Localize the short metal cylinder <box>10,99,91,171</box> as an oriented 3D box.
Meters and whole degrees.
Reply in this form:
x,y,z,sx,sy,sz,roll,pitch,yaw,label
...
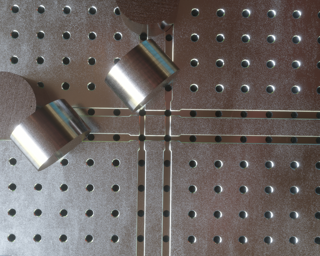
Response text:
x,y,z,sx,sy,sz,roll,pitch,yaw,label
-0.133,0.009,0.384,0.080,0.080,0.050,-40,91,0,short metal cylinder

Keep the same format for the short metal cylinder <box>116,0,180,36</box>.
x,y,z,sx,sy,sz,roll,pitch,yaw,label
-0.015,-0.166,0.401,0.081,0.050,0.079,0,90,-1,short metal cylinder

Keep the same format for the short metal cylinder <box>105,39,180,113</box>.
x,y,z,sx,sy,sz,roll,pitch,yaw,label
-0.021,-0.064,0.386,0.080,0.080,0.050,-42,91,0,short metal cylinder

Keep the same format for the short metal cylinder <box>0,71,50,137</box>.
x,y,z,sx,sy,sz,roll,pitch,yaw,label
-0.190,-0.029,0.398,0.081,0.050,0.079,0,90,-1,short metal cylinder
